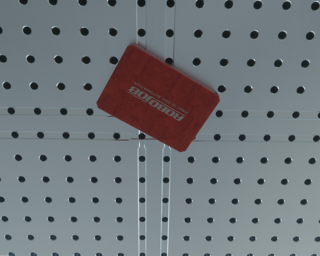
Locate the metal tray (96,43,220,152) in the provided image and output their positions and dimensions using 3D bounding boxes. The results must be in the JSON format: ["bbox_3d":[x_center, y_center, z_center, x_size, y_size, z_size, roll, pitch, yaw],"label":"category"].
[{"bbox_3d":[-0.002,-0.037,0.397,0.131,0.030,0.090,29,107,-11],"label":"metal tray"}]
